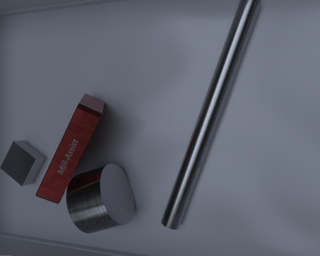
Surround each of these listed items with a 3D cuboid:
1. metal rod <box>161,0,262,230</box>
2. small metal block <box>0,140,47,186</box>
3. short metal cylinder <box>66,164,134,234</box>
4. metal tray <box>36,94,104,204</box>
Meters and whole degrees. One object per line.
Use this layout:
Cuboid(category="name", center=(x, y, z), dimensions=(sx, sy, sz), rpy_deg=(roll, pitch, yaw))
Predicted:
Cuboid(category="metal rod", center=(0.061, -0.014, 0.388), dimensions=(0.025, 0.025, 0.298), rpy_deg=(21, 97, 18))
Cuboid(category="small metal block", center=(-0.213, 0.054, 0.484), dimensions=(0.050, 0.025, 0.050), rpy_deg=(33, 100, 16))
Cuboid(category="short metal cylinder", center=(-0.076, 0.092, 0.407), dimensions=(0.050, 0.080, 0.080), rpy_deg=(-20, 84, 18))
Cuboid(category="metal tray", center=(-0.117, 0.023, 0.414), dimensions=(0.030, 0.090, 0.129), rpy_deg=(25, 100, -14))
